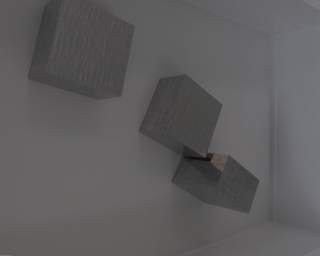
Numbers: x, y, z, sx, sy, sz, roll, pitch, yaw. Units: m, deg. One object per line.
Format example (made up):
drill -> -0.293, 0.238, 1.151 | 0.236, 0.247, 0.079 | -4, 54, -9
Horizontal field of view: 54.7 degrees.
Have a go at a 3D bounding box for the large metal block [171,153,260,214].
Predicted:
large metal block -> 0.078, 0.075, 0.436 | 0.080, 0.080, 0.050 | 37, 67, -34

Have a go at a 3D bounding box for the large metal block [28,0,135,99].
large metal block -> -0.080, -0.080, 0.323 | 0.081, 0.050, 0.080 | 16, 80, -39

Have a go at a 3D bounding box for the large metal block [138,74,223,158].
large metal block -> 0.030, -0.014, 0.415 | 0.080, 0.050, 0.080 | 33, 70, -35
